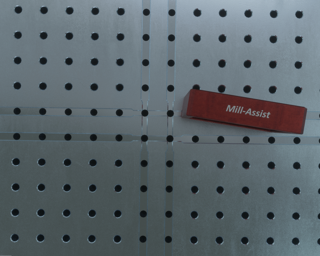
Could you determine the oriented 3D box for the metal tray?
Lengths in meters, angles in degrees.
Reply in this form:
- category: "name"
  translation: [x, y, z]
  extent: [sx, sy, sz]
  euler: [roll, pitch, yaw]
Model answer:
- category: "metal tray"
  translation: [0.096, -0.018, 0.381]
  extent: [0.131, 0.090, 0.030]
  euler: [9, 90, 0]
